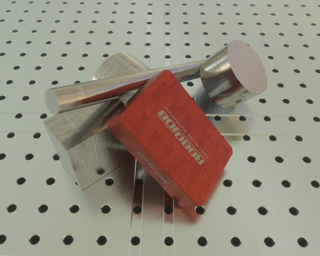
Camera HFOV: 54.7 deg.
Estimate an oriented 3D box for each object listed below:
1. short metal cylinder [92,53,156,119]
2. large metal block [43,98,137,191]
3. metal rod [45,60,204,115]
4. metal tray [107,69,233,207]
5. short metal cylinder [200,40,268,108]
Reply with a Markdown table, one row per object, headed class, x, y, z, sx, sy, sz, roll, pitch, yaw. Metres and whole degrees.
| class | x | y | z | sx | sy | sz | roll | pitch | yaw |
| --- | --- | --- | --- | --- | --- | --- | --- | --- | --- |
| short metal cylinder | -0.044 | -0.053 | 0.416 | 0.080 | 0.080 | 0.050 | -36 | 59 | -27 |
| large metal block | -0.076 | 0.014 | 0.359 | 0.081 | 0.080 | 0.050 | -33 | 58 | -25 |
| metal rod | 0.001 | -0.064 | 0.392 | 0.025 | 0.025 | 0.302 | 39 | 39 | 27 |
| metal tray | 0.017 | 0.012 | 0.343 | 0.130 | 0.030 | 0.090 | 49 | 55 | -15 |
| short metal cylinder | 0.102 | -0.073 | 0.429 | 0.081 | 0.050 | 0.080 | 17 | 60 | -33 |
